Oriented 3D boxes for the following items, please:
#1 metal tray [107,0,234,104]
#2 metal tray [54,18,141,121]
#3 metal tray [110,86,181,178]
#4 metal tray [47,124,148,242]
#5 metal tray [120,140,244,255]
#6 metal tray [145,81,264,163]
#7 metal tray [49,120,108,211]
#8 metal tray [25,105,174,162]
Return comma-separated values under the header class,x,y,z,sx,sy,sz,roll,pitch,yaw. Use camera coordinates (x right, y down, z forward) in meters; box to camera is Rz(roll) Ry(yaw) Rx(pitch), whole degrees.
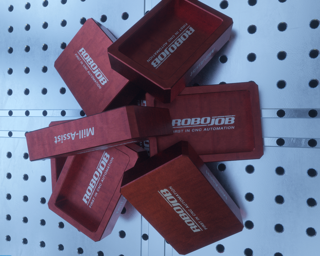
class,x,y,z,sx,sy,sz,roll,pitch,yaw
metal tray,0.014,-0.101,0.370,0.090,0.030,0.130,35,68,17
metal tray,-0.084,-0.078,0.422,0.090,0.030,0.130,-47,60,14
metal tray,-0.022,0.000,0.418,0.090,0.030,0.129,-5,86,18
metal tray,-0.083,0.069,0.407,0.090,0.030,0.129,28,99,18
metal tray,0.027,0.087,0.365,0.090,0.030,0.130,-31,113,18
metal tray,0.052,-0.005,0.372,0.131,0.030,0.090,-4,89,2
metal tray,-0.112,0.052,0.450,0.090,0.030,0.129,-4,88,19
metal tray,-0.062,0.007,0.332,0.130,0.090,0.030,-13,86,24
